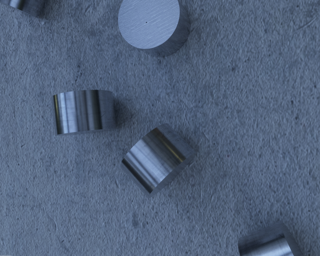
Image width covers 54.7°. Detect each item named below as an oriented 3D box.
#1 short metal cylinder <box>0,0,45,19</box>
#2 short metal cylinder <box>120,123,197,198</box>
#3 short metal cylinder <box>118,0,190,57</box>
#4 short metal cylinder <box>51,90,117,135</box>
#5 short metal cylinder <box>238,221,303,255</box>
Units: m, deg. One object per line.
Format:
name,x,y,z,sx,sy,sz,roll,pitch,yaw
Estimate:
short metal cylinder,-0.211,-0.202,0.454,0.080,0.080,0.050,25,98,18
short metal cylinder,-0.001,0.040,0.380,0.050,0.080,0.080,46,104,14
short metal cylinder,-0.006,-0.136,0.398,0.080,0.050,0.080,0,90,20
short metal cylinder,-0.101,-0.019,0.415,0.080,0.080,0.050,-8,88,20
short metal cylinder,0.127,0.148,0.335,0.050,0.080,0.080,-31,80,17
